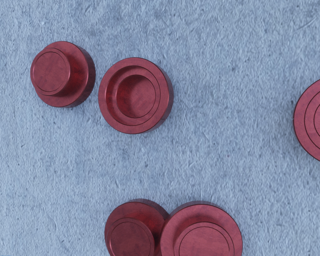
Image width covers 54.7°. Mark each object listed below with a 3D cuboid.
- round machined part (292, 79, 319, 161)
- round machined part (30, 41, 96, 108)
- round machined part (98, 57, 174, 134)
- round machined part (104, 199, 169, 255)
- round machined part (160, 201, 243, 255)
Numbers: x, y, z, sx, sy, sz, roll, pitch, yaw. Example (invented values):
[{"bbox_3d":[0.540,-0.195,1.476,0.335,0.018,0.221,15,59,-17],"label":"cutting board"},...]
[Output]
[{"bbox_3d":[0.194,-0.008,0.331,0.098,0.042,0.097,0,90,20],"label":"round machined part"},{"bbox_3d":[-0.148,-0.079,0.452,0.098,0.042,0.097,0,90,20],"label":"round machined part"},{"bbox_3d":[-0.028,-0.041,0.410,0.098,0.042,0.097,0,90,20],"label":"round machined part"},{"bbox_3d":[-0.031,0.147,0.411,0.098,0.042,0.097,0,90,20],"label":"round machined part"},{"bbox_3d":[0.049,0.139,0.366,0.099,0.042,0.097,0,88,-1],"label":"round machined part"}]
